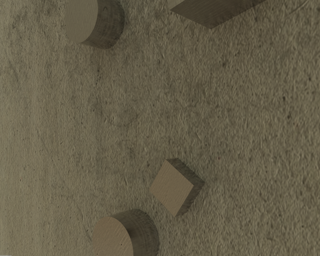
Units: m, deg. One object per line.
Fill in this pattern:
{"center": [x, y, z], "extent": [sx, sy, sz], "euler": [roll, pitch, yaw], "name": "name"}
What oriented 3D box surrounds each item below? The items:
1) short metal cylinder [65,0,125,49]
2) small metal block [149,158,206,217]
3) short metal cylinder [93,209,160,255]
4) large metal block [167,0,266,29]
{"center": [-0.100, -0.165, 0.471], "extent": [0.080, 0.050, 0.080], "euler": [0, 90, 40], "name": "short metal cylinder"}
{"center": [0.020, 0.073, 0.388], "extent": [0.050, 0.025, 0.050], "euler": [41, 115, 32], "name": "small metal block"}
{"center": [-0.048, 0.157, 0.428], "extent": [0.080, 0.050, 0.080], "euler": [0, 90, 40], "name": "short metal cylinder"}
{"center": [0.060, -0.152, 0.320], "extent": [0.080, 0.081, 0.050], "euler": [-19, 78, 38], "name": "large metal block"}
